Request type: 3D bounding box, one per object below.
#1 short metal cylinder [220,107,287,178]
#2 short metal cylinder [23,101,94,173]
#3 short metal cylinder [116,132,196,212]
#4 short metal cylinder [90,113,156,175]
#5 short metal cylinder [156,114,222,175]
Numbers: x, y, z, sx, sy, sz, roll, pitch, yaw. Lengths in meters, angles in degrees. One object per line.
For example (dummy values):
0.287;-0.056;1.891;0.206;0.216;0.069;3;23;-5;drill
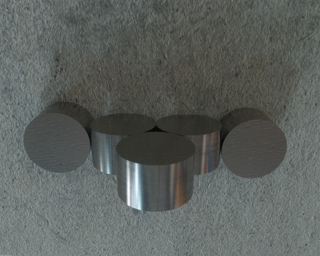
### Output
0.116;0.018;0.405;0.081;0.050;0.079;0;111;-1;short metal cylinder
-0.125;0.011;0.400;0.081;0.050;0.079;0;110;-1;short metal cylinder
-0.004;0.042;0.323;0.081;0.080;0.050;1;111;-1;short metal cylinder
-0.045;0.017;0.388;0.081;0.080;0.050;0;110;0;short metal cylinder
0.035;0.018;0.389;0.081;0.080;0.050;0;109;0;short metal cylinder
